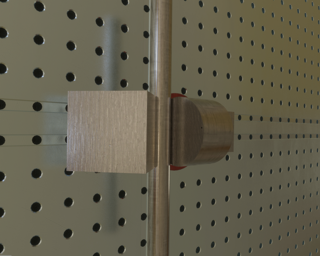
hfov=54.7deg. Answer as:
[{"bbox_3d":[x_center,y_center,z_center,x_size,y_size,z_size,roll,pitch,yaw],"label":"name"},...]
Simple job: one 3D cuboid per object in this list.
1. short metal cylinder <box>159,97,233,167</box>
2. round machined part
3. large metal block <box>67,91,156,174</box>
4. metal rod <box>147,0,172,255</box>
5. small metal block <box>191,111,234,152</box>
[{"bbox_3d":[0.039,0.004,0.369,0.050,0.080,0.079,1,90,-40],"label":"short metal cylinder"},{"bbox_3d":[0.008,0.004,0.405,0.099,0.042,0.097,0,90,-40],"label":"round machined part"},{"bbox_3d":[-0.049,0.004,0.327,0.050,0.080,0.079,4,87,-81],"label":"large metal block"},{"bbox_3d":[0.000,-0.003,0.357,0.025,0.025,0.298,1,89,-40],"label":"metal rod"},{"bbox_3d":[0.066,0.004,0.396,0.025,0.050,0.050,2,89,-40],"label":"small metal block"}]
